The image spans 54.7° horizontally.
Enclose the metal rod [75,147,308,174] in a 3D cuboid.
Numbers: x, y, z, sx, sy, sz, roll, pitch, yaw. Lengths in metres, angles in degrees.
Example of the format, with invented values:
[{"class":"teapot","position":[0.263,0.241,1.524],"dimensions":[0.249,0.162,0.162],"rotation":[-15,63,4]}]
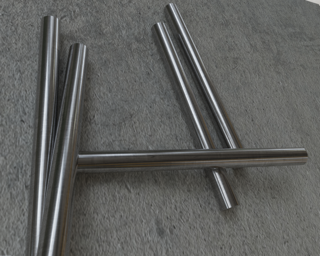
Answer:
[{"class":"metal rod","position":[0.051,0.038,0.380],"dimensions":[0.302,0.025,0.025],"rotation":[0,61,-18]}]

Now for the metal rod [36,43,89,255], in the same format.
[{"class":"metal rod","position":[-0.095,0.017,0.318],"dimensions":[0.025,0.025,0.300],"rotation":[12,50,-22]}]

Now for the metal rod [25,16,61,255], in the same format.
[{"class":"metal rod","position":[-0.125,-0.008,0.341],"dimensions":[0.025,0.025,0.299],"rotation":[6,59,-25]}]

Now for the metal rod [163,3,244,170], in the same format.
[{"class":"metal rod","position":[0.067,-0.077,0.486],"dimensions":[0.025,0.025,0.299],"rotation":[-7,65,-31]}]

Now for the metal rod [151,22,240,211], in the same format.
[{"class":"metal rod","position":[0.043,-0.030,0.445],"dimensions":[0.025,0.025,0.299],"rotation":[-6,65,-31]}]
